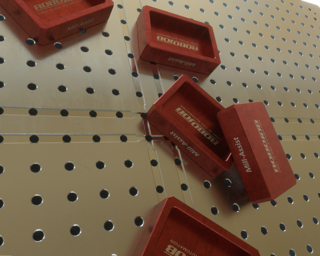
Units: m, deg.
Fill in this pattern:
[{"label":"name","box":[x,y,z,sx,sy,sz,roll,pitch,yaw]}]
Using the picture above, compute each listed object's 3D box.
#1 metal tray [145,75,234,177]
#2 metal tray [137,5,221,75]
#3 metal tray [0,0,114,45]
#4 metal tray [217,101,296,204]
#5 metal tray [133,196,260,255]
[{"label":"metal tray","box":[0.056,-0.005,0.437,0.130,0.030,0.090,41,51,0]},{"label":"metal tray","box":[0.031,-0.142,0.507,0.131,0.030,0.090,8,58,-24]},{"label":"metal tray","box":[-0.141,-0.177,0.436,0.090,0.030,0.131,47,51,4]},{"label":"metal tray","box":[0.136,0.029,0.432,0.091,0.030,0.130,-9,76,-47]},{"label":"metal tray","box":[0.041,0.146,0.337,0.130,0.030,0.090,34,51,-6]}]
